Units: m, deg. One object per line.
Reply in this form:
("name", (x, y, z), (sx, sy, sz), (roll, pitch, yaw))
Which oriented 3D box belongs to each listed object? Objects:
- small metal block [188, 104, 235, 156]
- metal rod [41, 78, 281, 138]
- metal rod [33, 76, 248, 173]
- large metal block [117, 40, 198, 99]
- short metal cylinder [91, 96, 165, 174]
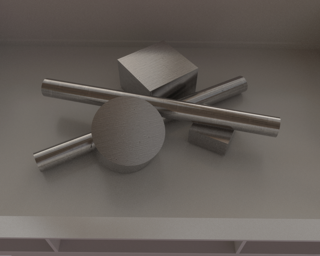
("small metal block", (0.070, 0.001, 0.401), (0.050, 0.025, 0.050), (21, 53, 16))
("metal rod", (-0.005, -0.028, 0.394), (0.301, 0.025, 0.025), (10, 51, 8))
("metal rod", (-0.012, -0.012, 0.413), (0.302, 0.025, 0.025), (-22, 54, -18))
("large metal block", (-0.004, -0.073, 0.448), (0.081, 0.050, 0.080), (-29, 56, -23))
("short metal cylinder", (-0.039, 0.009, 0.360), (0.081, 0.050, 0.080), (4, 71, -11))
